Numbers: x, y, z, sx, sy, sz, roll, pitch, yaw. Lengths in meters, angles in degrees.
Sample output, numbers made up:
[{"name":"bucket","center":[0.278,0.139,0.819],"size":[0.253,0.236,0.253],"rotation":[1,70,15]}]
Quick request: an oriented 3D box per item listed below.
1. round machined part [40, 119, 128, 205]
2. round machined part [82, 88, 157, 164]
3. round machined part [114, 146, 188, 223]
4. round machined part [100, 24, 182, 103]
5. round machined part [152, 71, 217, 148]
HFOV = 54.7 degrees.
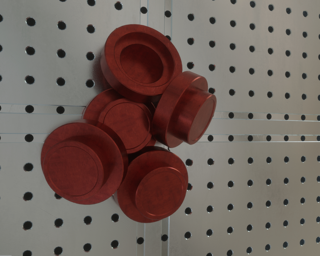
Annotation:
[{"name":"round machined part","center":[-0.089,0.042,0.346],"size":[0.098,0.042,0.097],"rotation":[2,103,9]},{"name":"round machined part","center":[-0.046,-0.003,0.386],"size":[0.099,0.042,0.097],"rotation":[0,90,-21]},{"name":"round machined part","center":[-0.006,0.075,0.389],"size":[0.099,0.042,0.097],"rotation":[-6,104,-25]},{"name":"round machined part","center":[-0.026,-0.075,0.383],"size":[0.099,0.042,0.098],"rotation":[10,65,-22]},{"name":"round machined part","center":[0.036,-0.018,0.387],"size":[0.042,0.098,0.098],"rotation":[28,78,23]}]
